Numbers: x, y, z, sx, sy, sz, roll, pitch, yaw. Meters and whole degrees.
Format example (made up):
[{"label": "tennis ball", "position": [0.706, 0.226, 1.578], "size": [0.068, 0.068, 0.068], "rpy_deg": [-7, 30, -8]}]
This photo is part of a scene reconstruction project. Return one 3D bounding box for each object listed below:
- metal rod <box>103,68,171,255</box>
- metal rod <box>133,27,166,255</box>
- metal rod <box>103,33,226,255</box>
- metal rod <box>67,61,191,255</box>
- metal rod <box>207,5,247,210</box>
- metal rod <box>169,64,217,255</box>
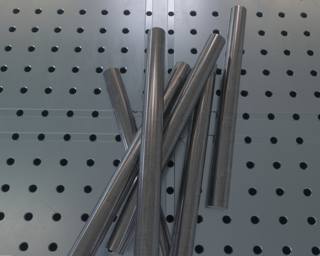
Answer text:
[{"label": "metal rod", "position": [-0.024, 0.056, 0.391], "size": [0.025, 0.025, 0.299], "rpy_deg": [-16, 71, -6]}, {"label": "metal rod", "position": [-0.009, 0.001, 0.361], "size": [0.025, 0.025, 0.299], "rpy_deg": [2, 62, 1]}, {"label": "metal rod", "position": [0.014, 0.005, 0.382], "size": [0.025, 0.025, 0.300], "rpy_deg": [24, 72, 8]}, {"label": "metal rod", "position": [-0.028, 0.030, 0.372], "size": [0.025, 0.025, 0.300], "rpy_deg": [23, 61, 8]}, {"label": "metal rod", "position": [0.095, -0.041, 0.427], "size": [0.025, 0.025, 0.299], "rpy_deg": [9, 70, 3]}, {"label": "metal rod", "position": [0.042, 0.042, 0.382], "size": [0.025, 0.025, 0.300], "rpy_deg": [10, 65, 4]}]
